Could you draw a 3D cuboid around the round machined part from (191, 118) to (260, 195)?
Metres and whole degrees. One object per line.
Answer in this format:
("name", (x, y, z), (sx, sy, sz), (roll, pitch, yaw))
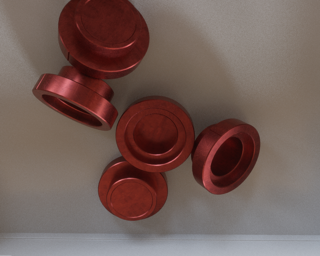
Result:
("round machined part", (0.079, 0.033, 0.399), (0.099, 0.042, 0.097), (-16, 120, -30))

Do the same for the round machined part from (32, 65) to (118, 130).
("round machined part", (-0.094, -0.038, 0.367), (0.098, 0.098, 0.042), (26, 74, -10))

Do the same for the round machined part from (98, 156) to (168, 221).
("round machined part", (-0.038, 0.090, 0.435), (0.099, 0.042, 0.097), (0, 110, 0))

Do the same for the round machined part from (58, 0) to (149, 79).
("round machined part", (-0.058, -0.106, 0.335), (0.099, 0.042, 0.098), (5, 73, -18))

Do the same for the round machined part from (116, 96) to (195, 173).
("round machined part", (-0.005, 0.005, 0.402), (0.099, 0.042, 0.097), (1, 109, 3))
